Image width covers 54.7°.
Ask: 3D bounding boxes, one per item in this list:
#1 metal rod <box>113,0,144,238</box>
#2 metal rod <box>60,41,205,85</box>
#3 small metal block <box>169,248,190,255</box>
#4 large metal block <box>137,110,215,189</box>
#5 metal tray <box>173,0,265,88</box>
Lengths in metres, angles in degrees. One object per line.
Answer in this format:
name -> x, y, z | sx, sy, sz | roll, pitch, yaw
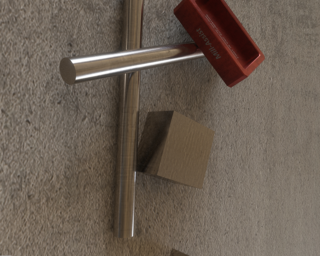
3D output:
metal rod -> -0.038, -0.022, 0.374 | 0.025, 0.025, 0.298 | 4, 88, -40
metal rod -> 0.012, -0.093, 0.390 | 0.302, 0.025, 0.025 | -23, 105, -46
small metal block -> 0.045, 0.195, 0.429 | 0.050, 0.050, 0.025 | 40, 66, -33
large metal block -> 0.020, 0.029, 0.407 | 0.080, 0.050, 0.080 | 24, 75, -38
metal tray -> 0.087, -0.130, 0.436 | 0.130, 0.030, 0.091 | 53, 44, -4
